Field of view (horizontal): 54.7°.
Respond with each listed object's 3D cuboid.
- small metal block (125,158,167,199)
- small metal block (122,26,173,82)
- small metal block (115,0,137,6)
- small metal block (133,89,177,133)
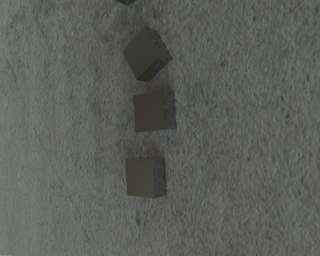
[{"bbox_3d":[-0.019,0.066,0.419,0.050,0.025,0.050,-4,87,39],"label":"small metal block"},{"bbox_3d":[-0.018,-0.099,0.418,0.050,0.025,0.050,-40,66,32],"label":"small metal block"},{"bbox_3d":[-0.040,-0.210,0.436,0.050,0.025,0.050,-13,82,39],"label":"small metal block"},{"bbox_3d":[-0.007,-0.021,0.409,0.050,0.025,0.050,-7,86,39],"label":"small metal block"}]
